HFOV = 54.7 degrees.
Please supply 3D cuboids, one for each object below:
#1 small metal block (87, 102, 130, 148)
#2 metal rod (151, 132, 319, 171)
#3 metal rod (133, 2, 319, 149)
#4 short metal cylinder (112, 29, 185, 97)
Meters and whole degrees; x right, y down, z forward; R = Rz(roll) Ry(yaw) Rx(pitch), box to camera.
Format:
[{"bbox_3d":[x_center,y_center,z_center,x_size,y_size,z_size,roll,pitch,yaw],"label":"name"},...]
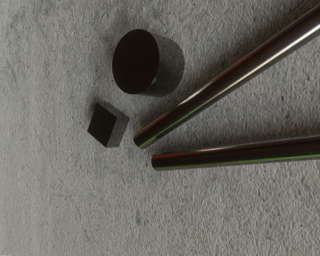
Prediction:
[{"bbox_3d":[-0.079,-0.005,0.467,0.050,0.025,0.050,35,111,34],"label":"small metal block"},{"bbox_3d":[0.112,0.023,0.311,0.300,0.025,0.025,-11,83,39],"label":"metal rod"},{"bbox_3d":[0.075,-0.052,0.341,0.299,0.025,0.025,-34,69,34],"label":"metal rod"},{"bbox_3d":[-0.016,-0.081,0.400,0.080,0.050,0.079,0,90,39],"label":"short metal cylinder"}]
